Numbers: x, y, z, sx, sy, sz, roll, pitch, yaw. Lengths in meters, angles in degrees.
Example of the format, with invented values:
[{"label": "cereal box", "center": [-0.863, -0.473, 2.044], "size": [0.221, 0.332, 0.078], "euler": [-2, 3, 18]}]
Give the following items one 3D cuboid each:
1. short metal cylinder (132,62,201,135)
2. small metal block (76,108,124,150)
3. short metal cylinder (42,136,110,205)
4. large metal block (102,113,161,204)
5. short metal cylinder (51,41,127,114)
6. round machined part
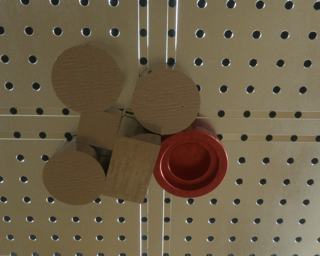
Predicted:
[{"label": "short metal cylinder", "center": [0.007, -0.038, 0.386], "size": [0.081, 0.050, 0.079], "euler": [0, 110, 0]}, {"label": "small metal block", "center": [-0.080, -0.003, 0.411], "size": [0.050, 0.025, 0.050], "euler": [14, 110, -5]}, {"label": "short metal cylinder", "center": [-0.110, 0.056, 0.419], "size": [0.081, 0.050, 0.079], "euler": [0, 110, 0]}, {"label": "large metal block", "center": [-0.034, 0.036, 0.394], "size": [0.050, 0.080, 0.079], "euler": [15, 109, -6]}, {"label": "short metal cylinder", "center": [-0.083, -0.062, 0.376], "size": [0.081, 0.050, 0.079], "euler": [0, 110, 0]}, {"label": "round machined part", "center": [0.039, 0.042, 0.420], "size": [0.099, 0.042, 0.097], "euler": [0, 110, 0]}]
